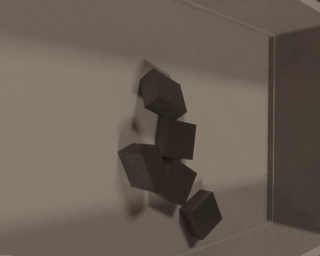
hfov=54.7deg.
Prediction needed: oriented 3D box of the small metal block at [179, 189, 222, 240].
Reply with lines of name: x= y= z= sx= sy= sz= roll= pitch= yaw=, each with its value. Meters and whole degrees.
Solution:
small metal block: x=0.062 y=0.128 z=0.461 sx=0.050 sy=0.025 sz=0.050 roll=-33 pitch=111 yaw=-35

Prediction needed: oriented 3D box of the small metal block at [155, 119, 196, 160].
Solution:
small metal block: x=0.021 y=0.016 z=0.427 sx=0.050 sy=0.025 sz=0.050 roll=11 pitch=83 yaw=-40

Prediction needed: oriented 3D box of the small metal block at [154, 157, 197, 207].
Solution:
small metal block: x=0.018 y=0.073 z=0.424 sx=0.050 sy=0.025 sz=0.050 roll=37 pitch=67 yaw=-34

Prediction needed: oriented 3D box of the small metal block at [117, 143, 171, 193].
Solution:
small metal block: x=-0.020 y=0.047 z=0.376 sx=0.025 sy=0.050 sz=0.050 roll=-31 pitch=109 yaw=-36

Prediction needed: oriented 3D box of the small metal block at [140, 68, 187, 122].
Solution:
small metal block: x=0.004 y=-0.042 z=0.397 sx=0.050 sy=0.025 sz=0.050 roll=26 pitch=40 yaw=-37
